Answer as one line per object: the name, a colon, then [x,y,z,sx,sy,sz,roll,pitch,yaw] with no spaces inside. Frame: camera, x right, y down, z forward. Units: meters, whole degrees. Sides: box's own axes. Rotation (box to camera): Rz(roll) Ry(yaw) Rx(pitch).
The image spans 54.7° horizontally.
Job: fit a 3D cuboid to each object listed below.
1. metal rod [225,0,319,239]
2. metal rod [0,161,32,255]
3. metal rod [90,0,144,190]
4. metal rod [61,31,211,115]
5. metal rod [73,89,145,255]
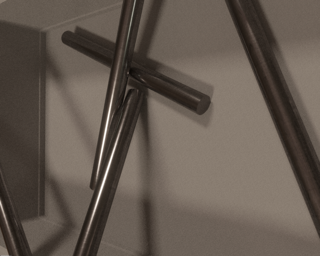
metal rod: [0.121,-0.017,0.305,0.025,0.025,0.299,-27,73,36]
metal rod: [-0.239,0.067,0.447,0.025,0.025,0.299,-46,63,30]
metal rod: [-0.063,-0.041,0.429,0.025,0.025,0.298,31,117,35]
metal rod: [-0.054,-0.091,0.448,0.300,0.025,0.025,32,110,35]
metal rod: [-0.068,0.083,0.372,0.025,0.025,0.300,-8,57,39]
